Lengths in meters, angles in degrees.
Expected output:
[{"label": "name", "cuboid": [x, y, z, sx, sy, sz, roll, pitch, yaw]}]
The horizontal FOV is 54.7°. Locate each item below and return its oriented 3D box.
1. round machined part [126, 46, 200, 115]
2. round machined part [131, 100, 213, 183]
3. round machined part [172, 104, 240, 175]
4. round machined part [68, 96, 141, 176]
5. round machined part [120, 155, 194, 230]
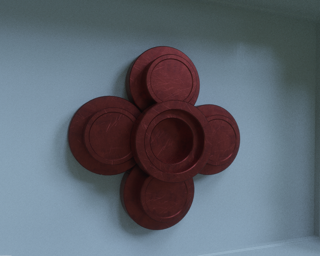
[{"label": "round machined part", "cuboid": [0.008, -0.058, 0.401, 0.099, 0.042, 0.097, 0, 90, -20]}, {"label": "round machined part", "cuboid": [0.011, 0.016, 0.381, 0.099, 0.042, 0.097, 0, 90, -20]}, {"label": "round machined part", "cuboid": [0.069, 0.016, 0.424, 0.099, 0.042, 0.097, 0, 90, -20]}, {"label": "round machined part", "cuboid": [-0.060, 0.009, 0.377, 0.099, 0.042, 0.097, 0, 90, -20]}, {"label": "round machined part", "cuboid": [0.001, 0.083, 0.400, 0.099, 0.042, 0.097, 1, 88, -21]}]
